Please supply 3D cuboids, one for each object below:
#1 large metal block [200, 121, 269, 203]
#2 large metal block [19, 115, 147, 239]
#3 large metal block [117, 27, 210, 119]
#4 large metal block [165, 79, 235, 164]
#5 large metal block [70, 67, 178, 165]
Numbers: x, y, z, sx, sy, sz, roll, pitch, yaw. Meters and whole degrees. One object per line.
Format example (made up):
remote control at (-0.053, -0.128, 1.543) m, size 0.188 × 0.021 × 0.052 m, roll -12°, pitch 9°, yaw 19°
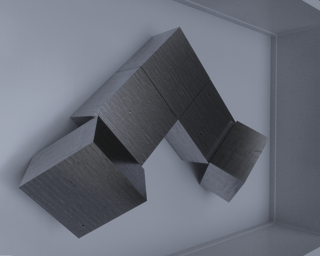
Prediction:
large metal block at (0.106, 0.050, 0.449) m, size 0.080 × 0.050 × 0.080 m, roll -51°, pitch 164°, yaw -27°
large metal block at (-0.070, 0.048, 0.301) m, size 0.080 × 0.050 × 0.080 m, roll -31°, pitch 117°, yaw 10°
large metal block at (0.007, -0.067, 0.393) m, size 0.080 × 0.050 × 0.080 m, roll -51°, pitch 120°, yaw -27°
large metal block at (0.050, -0.009, 0.429) m, size 0.080 × 0.050 × 0.080 m, roll -51°, pitch 120°, yaw -27°
large metal block at (-0.038, -0.011, 0.356) m, size 0.080 × 0.050 × 0.080 m, roll -51°, pitch 120°, yaw -27°
